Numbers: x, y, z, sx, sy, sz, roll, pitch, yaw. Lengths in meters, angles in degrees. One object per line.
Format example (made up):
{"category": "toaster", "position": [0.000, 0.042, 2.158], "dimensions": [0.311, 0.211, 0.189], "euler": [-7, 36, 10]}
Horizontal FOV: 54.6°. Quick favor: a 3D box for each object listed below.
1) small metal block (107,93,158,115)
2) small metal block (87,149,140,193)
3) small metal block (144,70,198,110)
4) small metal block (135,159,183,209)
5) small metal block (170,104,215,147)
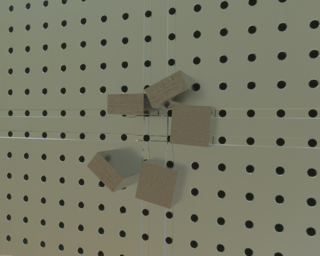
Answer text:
{"category": "small metal block", "position": [-0.035, -0.030, 0.412], "dimensions": [0.050, 0.050, 0.025], "euler": [1, 90, 20]}
{"category": "small metal block", "position": [-0.062, 0.057, 0.422], "dimensions": [0.050, 0.050, 0.025], "euler": [42, 103, 15]}
{"category": "small metal block", "position": [0.016, -0.047, 0.394], "dimensions": [0.050, 0.050, 0.025], "euler": [-26, 82, 18]}
{"category": "small metal block", "position": [-0.001, 0.074, 0.413], "dimensions": [0.050, 0.025, 0.050], "euler": [13, 94, 19]}
{"category": "small metal block", "position": [0.042, -0.003, 0.398], "dimensions": [0.050, 0.025, 0.050], "euler": [5, 92, 20]}
